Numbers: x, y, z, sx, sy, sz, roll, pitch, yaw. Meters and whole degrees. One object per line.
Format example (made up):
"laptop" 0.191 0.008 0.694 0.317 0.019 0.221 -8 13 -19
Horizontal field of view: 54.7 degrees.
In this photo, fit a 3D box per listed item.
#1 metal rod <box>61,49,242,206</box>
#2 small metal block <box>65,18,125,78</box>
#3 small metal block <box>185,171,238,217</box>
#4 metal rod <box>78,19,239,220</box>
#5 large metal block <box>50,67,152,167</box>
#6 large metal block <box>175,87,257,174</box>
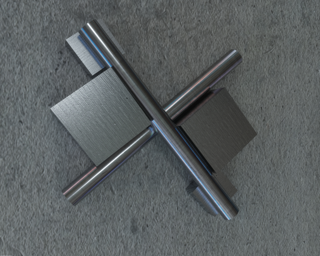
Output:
"metal rod" 0.000 -0.010 0.411 0.301 0.025 0.025 -41 103 -16
"small metal block" -0.080 -0.097 0.381 0.050 0.025 0.050 -39 103 -16
"small metal block" 0.073 0.087 0.438 0.050 0.025 0.050 -45 104 -15
"metal rod" 0.007 -0.001 0.386 0.025 0.025 0.300 -41 103 -15
"large metal block" -0.071 -0.013 0.369 0.080 0.050 0.080 -39 103 -16
"large metal block" 0.070 0.003 0.423 0.080 0.050 0.080 -41 103 -15
